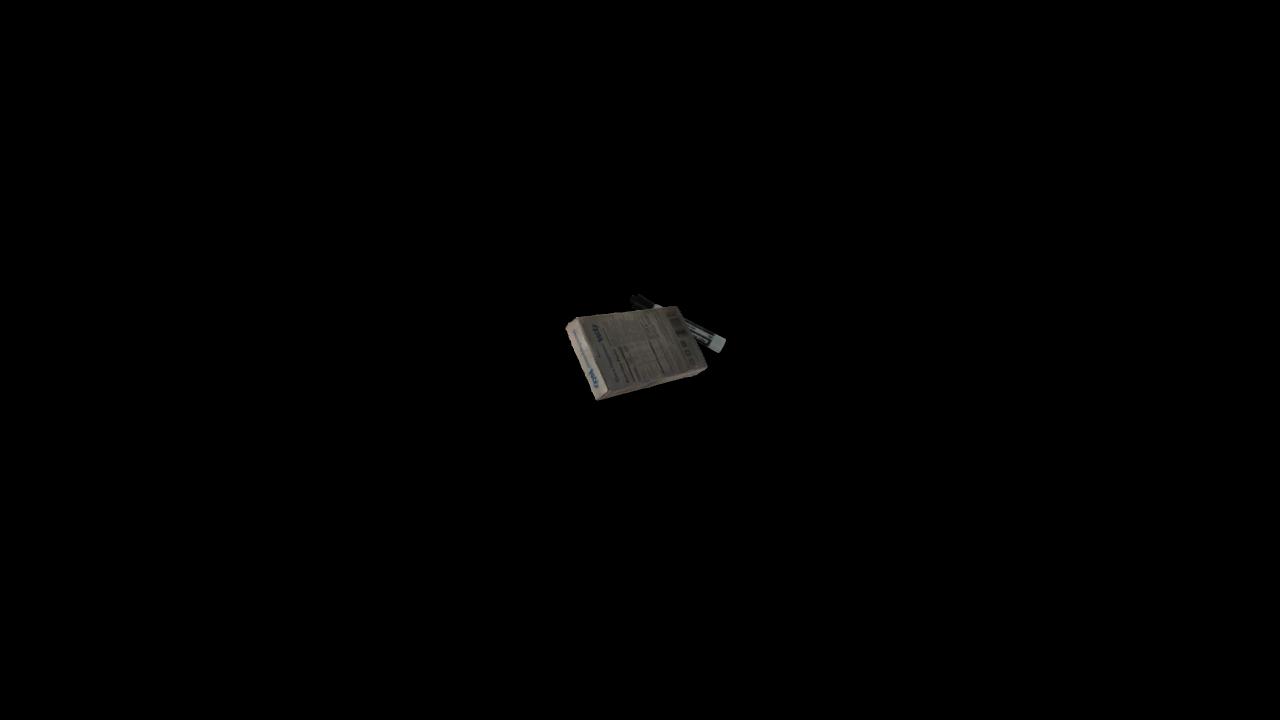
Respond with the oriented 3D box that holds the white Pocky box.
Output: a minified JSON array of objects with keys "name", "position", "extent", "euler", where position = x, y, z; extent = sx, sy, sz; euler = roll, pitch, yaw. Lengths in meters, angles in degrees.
[{"name":"white Pocky box","position":[0.001,-0.012,0.649],"extent":[0.154,0.084,0.028],"euler":[-12,-18,-45]}]

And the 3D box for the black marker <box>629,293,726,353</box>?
[{"name":"black marker","position":[0.043,-0.044,0.714],"extent":[0.121,0.020,0.020],"euler":[27,-1,-1]}]
